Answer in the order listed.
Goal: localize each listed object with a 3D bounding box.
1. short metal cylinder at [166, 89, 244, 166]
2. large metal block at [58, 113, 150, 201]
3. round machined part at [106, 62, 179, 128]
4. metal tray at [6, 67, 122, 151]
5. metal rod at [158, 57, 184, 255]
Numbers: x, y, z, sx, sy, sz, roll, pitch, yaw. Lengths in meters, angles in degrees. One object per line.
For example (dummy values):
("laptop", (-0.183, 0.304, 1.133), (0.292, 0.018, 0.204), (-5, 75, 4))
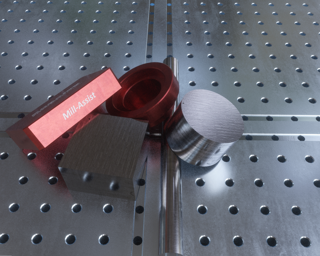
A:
("short metal cylinder", (0.053, -0.001, 0.375), (0.081, 0.050, 0.080), (13, 48, -15))
("large metal block", (-0.060, 0.032, 0.364), (0.080, 0.050, 0.080), (8, 51, 6))
("round machined part", (-0.019, -0.038, 0.412), (0.098, 0.042, 0.098), (-17, 46, 19))
("metal tray", (-0.121, -0.025, 0.392), (0.131, 0.030, 0.090), (-44, 24, -30))
("metal rod", (0.014, 0.011, 0.399), (0.025, 0.025, 0.300), (1, 50, 1))
